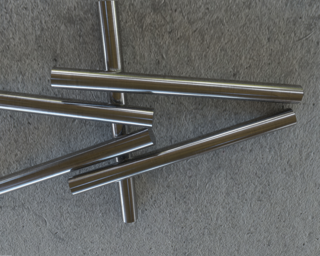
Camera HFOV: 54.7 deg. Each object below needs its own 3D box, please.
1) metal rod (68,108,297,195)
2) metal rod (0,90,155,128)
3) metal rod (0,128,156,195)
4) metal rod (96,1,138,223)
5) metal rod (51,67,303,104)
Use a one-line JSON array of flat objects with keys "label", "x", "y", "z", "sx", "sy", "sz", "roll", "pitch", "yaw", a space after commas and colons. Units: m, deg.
[{"label": "metal rod", "x": 0.030, "y": 0.030, "z": 0.406, "sx": 0.302, "sy": 0.025, "sz": 0.025, "roll": -18, "pitch": 110, "yaw": -1}, {"label": "metal rod", "x": -0.158, "y": -0.030, "z": 0.383, "sx": 0.302, "sy": 0.025, "sz": 0.025, "roll": 7, "pitch": 110, "yaw": 3}, {"label": "metal rod", "x": -0.149, "y": 0.057, "z": 0.415, "sx": 0.301, "sy": 0.025, "sz": 0.025, "roll": -19, "pitch": 109, "yaw": 12}, {"label": "metal rod", "x": -0.053, "y": -0.006, "z": 0.408, "sx": 0.025, "sy": 0.025, "sz": 0.298, "roll": -3, "pitch": 110, "yaw": 1}, {"label": "metal rod", "x": 0.027, "y": -0.050, "z": 0.375, "sx": 0.302, "sy": 0.025, "sz": 0.025, "roll": 3, "pitch": 110, "yaw": -8}]
